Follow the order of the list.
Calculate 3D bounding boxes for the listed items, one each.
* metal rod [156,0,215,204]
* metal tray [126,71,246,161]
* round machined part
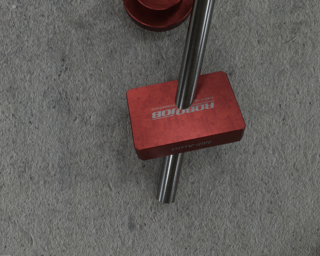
[{"bbox_3d":[0.033,-0.049,0.380,0.025,0.025,0.298,10,102,-1],"label":"metal rod"},{"bbox_3d":[0.029,-0.017,0.387,0.131,0.030,0.090,-11,59,-1],"label":"metal tray"},{"bbox_3d":[-0.002,-0.179,0.401,0.099,0.042,0.097,0,90,-1],"label":"round machined part"}]
